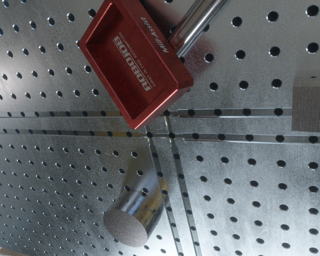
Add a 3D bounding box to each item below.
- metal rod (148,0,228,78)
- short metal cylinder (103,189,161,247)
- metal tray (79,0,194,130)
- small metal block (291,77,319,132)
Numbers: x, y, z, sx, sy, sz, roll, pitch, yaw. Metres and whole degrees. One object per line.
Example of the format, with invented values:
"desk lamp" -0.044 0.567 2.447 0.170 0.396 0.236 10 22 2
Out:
"metal rod" 0.076 -0.152 0.276 0.025 0.025 0.298 43 129 -2
"short metal cylinder" -0.045 0.148 0.511 0.080 0.050 0.079 13 124 21
"metal tray" -0.032 -0.075 0.352 0.090 0.030 0.130 -41 78 40
"small metal block" 0.161 -0.023 0.312 0.050 0.025 0.050 4 120 26
